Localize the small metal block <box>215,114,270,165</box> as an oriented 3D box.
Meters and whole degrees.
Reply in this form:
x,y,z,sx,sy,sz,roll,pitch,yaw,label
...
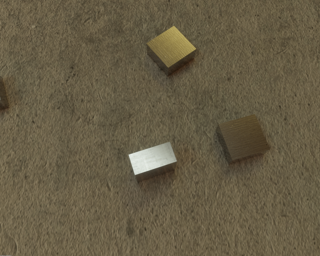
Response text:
x,y,z,sx,sy,sz,roll,pitch,yaw,label
0.106,0.015,0.403,0.050,0.025,0.050,-15,71,-6,small metal block

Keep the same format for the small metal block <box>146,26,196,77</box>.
x,y,z,sx,sy,sz,roll,pitch,yaw,label
0.016,-0.111,0.449,0.050,0.025,0.050,-36,74,-12,small metal block

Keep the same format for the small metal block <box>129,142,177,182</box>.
x,y,z,sx,sy,sz,roll,pitch,yaw,label
-0.008,0.043,0.379,0.050,0.050,0.025,-17,71,-6,small metal block

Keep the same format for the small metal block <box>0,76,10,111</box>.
x,y,z,sx,sy,sz,roll,pitch,yaw,label
-0.242,-0.046,0.423,0.050,0.025,0.050,-20,71,-7,small metal block
